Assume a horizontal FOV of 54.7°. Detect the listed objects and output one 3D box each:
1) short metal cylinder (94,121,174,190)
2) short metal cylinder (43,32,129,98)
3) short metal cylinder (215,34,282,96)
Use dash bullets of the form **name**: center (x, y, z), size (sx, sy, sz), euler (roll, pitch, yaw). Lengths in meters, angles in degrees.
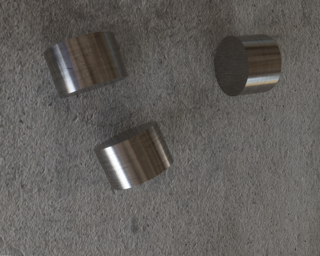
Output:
- **short metal cylinder**: center (-0.031, 0.031, 0.368), size (0.081, 0.080, 0.050), euler (-26, 99, -18)
- **short metal cylinder**: center (-0.082, -0.070, 0.349), size (0.081, 0.080, 0.050), euler (-21, 97, -19)
- **short metal cylinder**: center (0.117, -0.086, 0.423), size (0.050, 0.080, 0.080), euler (-9, 93, -20)
